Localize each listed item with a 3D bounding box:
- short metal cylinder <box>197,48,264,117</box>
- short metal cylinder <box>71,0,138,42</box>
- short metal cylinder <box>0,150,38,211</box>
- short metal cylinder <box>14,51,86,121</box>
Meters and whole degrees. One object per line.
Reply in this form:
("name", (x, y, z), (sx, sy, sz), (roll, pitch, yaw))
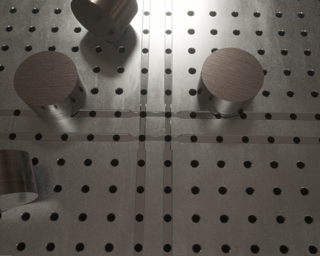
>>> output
("short metal cylinder", (0.094, -0.061, 0.422), (0.081, 0.050, 0.080), (0, 70, 0))
("short metal cylinder", (-0.079, -0.171, 0.444), (0.080, 0.080, 0.050), (26, 72, 9))
("short metal cylinder", (-0.188, 0.063, 0.357), (0.081, 0.080, 0.050), (-16, 71, -6))
("short metal cylinder", (-0.145, -0.056, 0.417), (0.081, 0.050, 0.080), (0, 70, 0))
